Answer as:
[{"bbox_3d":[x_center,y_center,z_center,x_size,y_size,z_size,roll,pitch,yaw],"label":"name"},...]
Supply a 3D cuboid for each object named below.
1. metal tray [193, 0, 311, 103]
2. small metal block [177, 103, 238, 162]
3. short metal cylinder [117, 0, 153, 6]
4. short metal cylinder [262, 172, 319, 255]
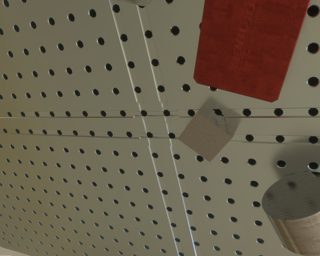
[{"bbox_3d":[0.088,-0.097,0.301,0.090,0.030,0.129,18,126,18],"label":"metal tray"},{"bbox_3d":[0.058,0.006,0.384,0.050,0.025,0.050,36,129,3],"label":"small metal block"},{"bbox_3d":[-0.032,-0.162,0.292,0.050,0.080,0.079,20,126,17],"label":"short metal cylinder"},{"bbox_3d":[0.163,0.093,0.347,0.080,0.080,0.050,-20,108,35],"label":"short metal cylinder"}]
